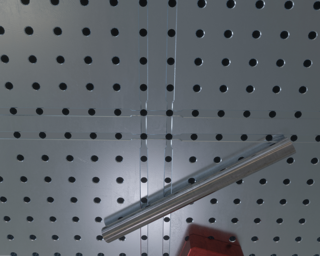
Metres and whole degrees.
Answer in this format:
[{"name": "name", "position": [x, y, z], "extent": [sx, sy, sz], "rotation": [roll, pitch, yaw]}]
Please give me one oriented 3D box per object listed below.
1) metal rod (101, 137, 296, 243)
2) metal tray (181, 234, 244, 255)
[{"name": "metal rod", "position": [0.049, 0.093, 0.448], "extent": [0.301, 0.025, 0.025], "rotation": [-28, 108, 9]}, {"name": "metal tray", "position": [0.071, 0.241, 0.500], "extent": [0.091, 0.030, 0.129], "rotation": [17, 109, -7]}]
